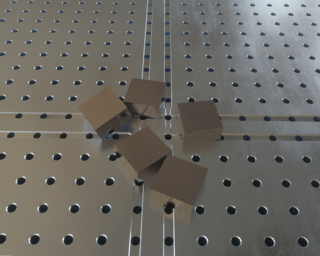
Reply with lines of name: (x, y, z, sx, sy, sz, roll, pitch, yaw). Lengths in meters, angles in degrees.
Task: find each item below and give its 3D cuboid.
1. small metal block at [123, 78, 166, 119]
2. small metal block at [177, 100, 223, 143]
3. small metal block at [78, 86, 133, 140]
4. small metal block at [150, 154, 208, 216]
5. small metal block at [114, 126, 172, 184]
small metal block: (-0.021, -0.043, 0.443, 0.050, 0.025, 0.050, 9, 50, 6)
small metal block: (0.052, -0.009, 0.416, 0.050, 0.025, 0.050, -6, 50, -5)
small metal block: (-0.074, -0.021, 0.417, 0.050, 0.025, 0.050, -36, 58, -9)
small metal block: (0.022, 0.064, 0.354, 0.050, 0.025, 0.050, 19, 53, 15)
small metal block: (-0.021, 0.032, 0.381, 0.050, 0.025, 0.050, -30, 56, -23)
